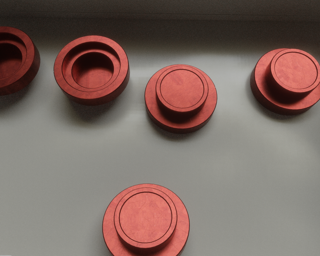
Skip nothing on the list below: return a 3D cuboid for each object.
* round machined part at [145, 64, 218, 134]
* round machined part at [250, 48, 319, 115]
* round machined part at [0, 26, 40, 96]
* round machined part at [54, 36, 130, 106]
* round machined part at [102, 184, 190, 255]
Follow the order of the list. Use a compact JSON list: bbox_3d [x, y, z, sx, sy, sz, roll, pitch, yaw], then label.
[{"bbox_3d":[0.029,-0.044,0.417,0.099,0.042,0.098,0,70,-1],"label":"round machined part"},{"bbox_3d":[0.180,-0.070,0.428,0.099,0.042,0.098,0,70,-1],"label":"round machined part"},{"bbox_3d":[-0.216,-0.088,0.430,0.099,0.042,0.098,0,70,-1],"label":"round machined part"},{"bbox_3d":[-0.091,-0.075,0.427,0.099,0.042,0.098,0,70,-1],"label":"round machined part"},{"bbox_3d":[-0.016,0.107,0.348,0.099,0.042,0.098,1,54,-1],"label":"round machined part"}]
